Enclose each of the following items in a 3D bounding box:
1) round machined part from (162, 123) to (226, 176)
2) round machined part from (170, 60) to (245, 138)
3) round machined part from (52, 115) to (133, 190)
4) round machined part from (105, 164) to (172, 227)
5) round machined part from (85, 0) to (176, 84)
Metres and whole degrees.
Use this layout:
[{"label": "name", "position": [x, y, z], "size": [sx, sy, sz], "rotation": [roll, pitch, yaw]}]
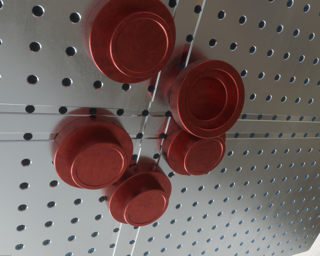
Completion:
[{"label": "round machined part", "position": [0.056, 0.030, 0.451], "size": [0.099, 0.042, 0.097], "rotation": [-14, 125, -21]}, {"label": "round machined part", "position": [0.056, -0.039, 0.398], "size": [0.099, 0.042, 0.097], "rotation": [-6, 105, -24]}, {"label": "round machined part", "position": [-0.079, 0.037, 0.381], "size": [0.099, 0.042, 0.097], "rotation": [-14, 125, -21]}, {"label": "round machined part", "position": [-0.026, 0.104, 0.452], "size": [0.099, 0.042, 0.097], "rotation": [-14, 125, -21]}, {"label": "round machined part", "position": [-0.026, -0.093, 0.330], "size": [0.099, 0.042, 0.097], "rotation": [-14, 124, -21]}]
